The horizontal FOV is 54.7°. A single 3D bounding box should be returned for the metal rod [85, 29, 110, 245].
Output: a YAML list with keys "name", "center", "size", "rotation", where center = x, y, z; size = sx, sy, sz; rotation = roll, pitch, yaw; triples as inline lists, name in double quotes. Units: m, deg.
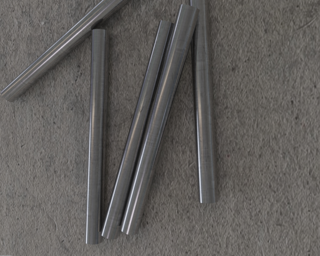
- name: "metal rod"
  center: [-0.089, 0.012, 0.440]
  size: [0.025, 0.025, 0.298]
  rotation: [2, 91, 20]

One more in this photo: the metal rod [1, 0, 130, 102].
- name: "metal rod"
  center: [-0.125, -0.134, 0.452]
  size: [0.300, 0.025, 0.025]
  rotation: [-35, 79, 16]

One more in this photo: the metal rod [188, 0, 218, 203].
- name: "metal rod"
  center: [0.053, -0.058, 0.390]
  size: [0.025, 0.025, 0.298]
  rotation: [-3, 89, 20]

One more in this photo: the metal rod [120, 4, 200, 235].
- name: "metal rod"
  center: [-0.003, -0.002, 0.396]
  size: [0.025, 0.025, 0.298]
  rotation: [19, 101, 19]

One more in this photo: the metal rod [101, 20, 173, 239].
- name: "metal rod"
  center: [-0.030, 0.007, 0.419]
  size: [0.025, 0.025, 0.298]
  rotation: [18, 96, 19]
